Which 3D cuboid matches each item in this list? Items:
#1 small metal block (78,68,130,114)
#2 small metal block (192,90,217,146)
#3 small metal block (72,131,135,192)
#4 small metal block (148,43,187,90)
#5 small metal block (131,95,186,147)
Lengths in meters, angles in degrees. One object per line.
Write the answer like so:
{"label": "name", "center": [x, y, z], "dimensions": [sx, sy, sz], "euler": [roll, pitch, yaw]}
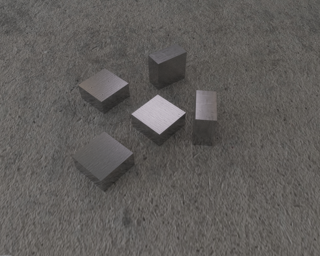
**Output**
{"label": "small metal block", "center": [-0.080, -0.054, 0.448], "dimensions": [0.050, 0.025, 0.050], "euler": [35, 58, 25]}
{"label": "small metal block", "center": [0.057, -0.013, 0.398], "dimensions": [0.025, 0.050, 0.050], "euler": [4, 50, 4]}
{"label": "small metal block", "center": [-0.067, 0.039, 0.370], "dimensions": [0.050, 0.025, 0.050], "euler": [34, 58, 25]}
{"label": "small metal block", "center": [0.011, -0.091, 0.464], "dimensions": [0.050, 0.050, 0.025], "euler": [-28, 56, -22]}
{"label": "small metal block", "center": [-0.002, -0.011, 0.412], "dimensions": [0.050, 0.025, 0.050], "euler": [35, 58, 26]}
